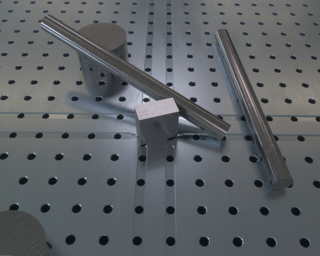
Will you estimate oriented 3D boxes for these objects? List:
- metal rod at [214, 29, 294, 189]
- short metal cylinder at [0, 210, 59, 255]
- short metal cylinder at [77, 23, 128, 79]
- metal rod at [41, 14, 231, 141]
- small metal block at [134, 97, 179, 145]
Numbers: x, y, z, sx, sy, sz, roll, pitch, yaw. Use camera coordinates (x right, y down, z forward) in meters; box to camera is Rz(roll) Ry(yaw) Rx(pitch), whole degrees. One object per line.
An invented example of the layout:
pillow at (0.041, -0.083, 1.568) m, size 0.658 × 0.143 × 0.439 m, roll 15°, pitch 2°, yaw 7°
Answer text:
metal rod at (0.124, -0.050, 0.450) m, size 0.025 × 0.025 × 0.300 m, roll -5°, pitch 50°, yaw -4°
short metal cylinder at (-0.140, 0.124, 0.286) m, size 0.081 × 0.050 × 0.080 m, roll 0°, pitch 50°, yaw 0°
short metal cylinder at (-0.092, -0.124, 0.495) m, size 0.081 × 0.050 × 0.080 m, roll 0°, pitch 50°, yaw 0°
metal rod at (-0.039, -0.073, 0.427) m, size 0.301 × 0.025 × 0.025 m, roll 33°, pitch 56°, yaw 9°
small metal block at (-0.004, -0.008, 0.398) m, size 0.050 × 0.050 × 0.025 m, roll -13°, pitch 52°, yaw -11°
